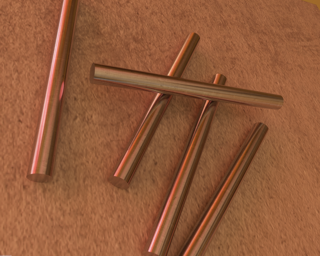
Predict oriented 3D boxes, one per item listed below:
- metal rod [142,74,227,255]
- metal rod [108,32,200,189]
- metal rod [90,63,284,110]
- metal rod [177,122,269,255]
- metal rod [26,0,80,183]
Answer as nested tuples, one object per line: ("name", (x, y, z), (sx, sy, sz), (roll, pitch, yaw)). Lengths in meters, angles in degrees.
("metal rod", (0.045, 0.027, 0.413), (0.025, 0.025, 0.301), (32, 51, -8))
("metal rod", (0.006, -0.046, 0.436), (0.025, 0.025, 0.301), (32, 51, -8))
("metal rod", (0.055, -0.053, 0.434), (0.302, 0.025, 0.025), (5, 60, -26))
("metal rod", (0.081, 0.087, 0.395), (0.025, 0.025, 0.301), (42, 51, 0))
("metal rod", (-0.125, -0.079, 0.385), (0.025, 0.025, 0.299), (12, 57, -22))
